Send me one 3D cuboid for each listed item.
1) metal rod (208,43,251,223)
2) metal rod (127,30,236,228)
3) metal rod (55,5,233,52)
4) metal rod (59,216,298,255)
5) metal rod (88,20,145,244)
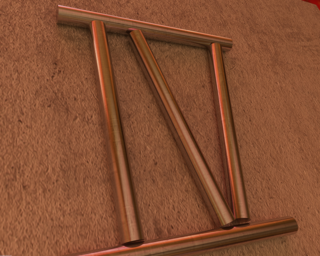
[{"bbox_3d":[0.099,-0.012,0.467,0.025,0.025,0.299,13,56,-22],"label":"metal rod"},{"bbox_3d":[0.022,-0.012,0.425,0.025,0.025,0.299,-12,68,-34],"label":"metal rod"},{"bbox_3d":[-0.008,-0.154,0.496,0.303,0.025,0.025,1,62,-28],"label":"metal rod"},{"bbox_3d":[0.044,0.130,0.350,0.303,0.025,0.025,1,62,-28],"label":"metal rod"},{"bbox_3d":[-0.059,-0.014,0.382,0.025,0.025,0.299,1,61,-28],"label":"metal rod"}]
